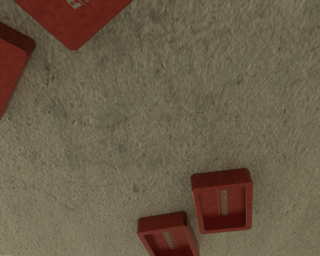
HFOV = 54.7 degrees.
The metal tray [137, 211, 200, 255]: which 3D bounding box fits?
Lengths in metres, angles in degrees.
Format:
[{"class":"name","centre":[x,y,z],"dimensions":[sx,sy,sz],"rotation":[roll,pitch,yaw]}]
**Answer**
[{"class":"metal tray","centre":[0.019,0.212,0.584],"dimensions":[0.090,0.030,0.129],"rotation":[-12,130,9]}]

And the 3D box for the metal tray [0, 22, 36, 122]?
[{"class":"metal tray","centre":[-0.208,-0.064,0.347],"dimensions":[0.090,0.030,0.129],"rotation":[27,125,-22]}]

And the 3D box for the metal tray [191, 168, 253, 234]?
[{"class":"metal tray","centre":[0.103,0.124,0.511],"dimensions":[0.090,0.030,0.129],"rotation":[-8,130,6]}]

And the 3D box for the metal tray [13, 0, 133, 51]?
[{"class":"metal tray","centre":[-0.097,-0.145,0.279],"dimensions":[0.090,0.030,0.130],"rotation":[-33,123,24]}]
